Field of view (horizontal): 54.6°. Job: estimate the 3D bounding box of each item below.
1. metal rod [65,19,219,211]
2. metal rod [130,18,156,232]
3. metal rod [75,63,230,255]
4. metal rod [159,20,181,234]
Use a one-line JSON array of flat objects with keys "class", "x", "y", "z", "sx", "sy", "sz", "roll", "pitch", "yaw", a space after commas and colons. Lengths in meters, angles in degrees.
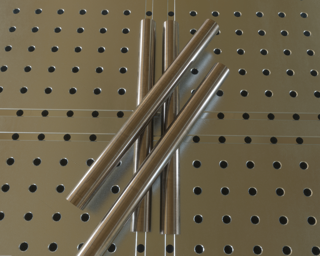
[{"class": "metal rod", "x": -0.012, "y": -0.029, "z": 0.396, "sx": 0.025, "sy": 0.025, "sz": 0.300, "roll": 33, "pitch": 73, "yaw": 11}, {"class": "metal rod", "x": -0.021, "y": -0.017, "z": 0.419, "sx": 0.025, "sy": 0.025, "sz": 0.299, "roll": 1, "pitch": 70, "yaw": 0}, {"class": "metal rod", "x": -0.003, "y": 0.037, "z": 0.371, "sx": 0.025, "sy": 0.025, "sz": 0.300, "roll": 33, "pitch": 73, "yaw": 11}, {"class": "metal rod", "x": 0.014, "y": -0.015, "z": 0.418, "sx": 0.025, "sy": 0.025, "sz": 0.299, "roll": 1, "pitch": 70, "yaw": 0}]
